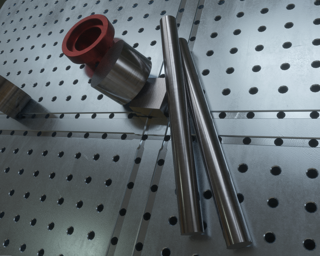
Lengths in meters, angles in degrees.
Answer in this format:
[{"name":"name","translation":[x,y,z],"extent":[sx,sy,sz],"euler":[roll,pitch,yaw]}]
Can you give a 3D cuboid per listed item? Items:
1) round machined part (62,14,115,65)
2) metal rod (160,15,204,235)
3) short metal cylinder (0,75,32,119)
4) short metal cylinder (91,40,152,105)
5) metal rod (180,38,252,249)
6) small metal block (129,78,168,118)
[{"name":"round machined part","translation":[-0.123,-0.153,0.556],"extent":[0.098,0.042,0.098],"euler":[-13,56,21]},{"name":"metal rod","translation":[0.023,-0.023,0.390],"extent":[0.025,0.025,0.299],"euler":[-15,62,20]},{"name":"short metal cylinder","translation":[-0.283,-0.059,0.558],"extent":[0.080,0.080,0.050],"euler":[25,75,36]},{"name":"short metal cylinder","translation":[-0.057,-0.081,0.453],"extent":[0.080,0.050,0.080],"euler":[-38,34,32]},{"name":"metal rod","translation":[0.053,-0.007,0.384],"extent":[0.025,0.025,0.299],"euler":[-22,53,15]},{"name":"small metal block","translation":[-0.009,-0.044,0.440],"extent":[0.050,0.025,0.050],"euler":[7,65,31]}]
